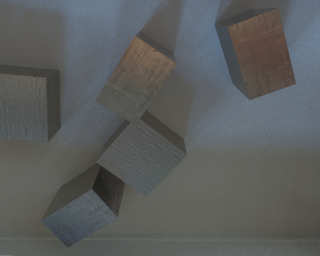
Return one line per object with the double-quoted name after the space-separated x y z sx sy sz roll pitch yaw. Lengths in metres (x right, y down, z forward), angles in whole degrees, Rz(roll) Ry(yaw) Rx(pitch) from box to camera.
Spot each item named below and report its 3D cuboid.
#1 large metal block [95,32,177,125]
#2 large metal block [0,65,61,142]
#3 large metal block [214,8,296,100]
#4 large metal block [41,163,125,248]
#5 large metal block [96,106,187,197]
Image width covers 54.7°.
-0.026 -0.061 0.359 0.050 0.080 0.080 32 107 -11 "large metal block"
-0.172 -0.032 0.385 0.081 0.050 0.079 5 110 -2 "large metal block"
0.104 -0.086 0.351 0.050 0.080 0.080 -20 109 7 "large metal block"
-0.099 0.098 0.417 0.080 0.080 0.050 -33 107 11 "large metal block"
-0.023 0.029 0.408 0.080 0.050 0.080 38 106 -13 "large metal block"
